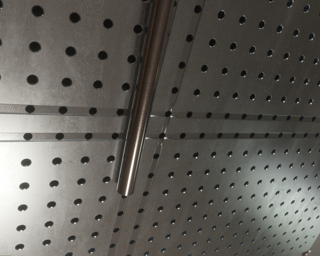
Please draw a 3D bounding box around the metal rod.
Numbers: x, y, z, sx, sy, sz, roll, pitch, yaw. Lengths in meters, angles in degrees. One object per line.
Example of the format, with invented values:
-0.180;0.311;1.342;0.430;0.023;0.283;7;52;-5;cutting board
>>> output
-0.018;-0.043;0.376;0.025;0.025;0.298;-2;119;-28;metal rod
